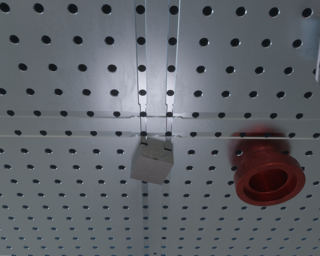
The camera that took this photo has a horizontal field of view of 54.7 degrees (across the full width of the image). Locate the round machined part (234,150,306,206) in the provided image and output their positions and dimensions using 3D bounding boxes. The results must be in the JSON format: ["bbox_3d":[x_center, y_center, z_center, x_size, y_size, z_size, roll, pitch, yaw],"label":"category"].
[{"bbox_3d":[0.159,0.071,0.463,0.099,0.042,0.097,0,130,0],"label":"round machined part"}]

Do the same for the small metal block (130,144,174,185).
[{"bbox_3d":[-0.012,0.055,0.458,0.050,0.025,0.050,15,129,-13],"label":"small metal block"}]

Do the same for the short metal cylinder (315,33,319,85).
[{"bbox_3d":[0.205,-0.074,0.315,0.080,0.080,0.050,-10,130,8],"label":"short metal cylinder"}]
